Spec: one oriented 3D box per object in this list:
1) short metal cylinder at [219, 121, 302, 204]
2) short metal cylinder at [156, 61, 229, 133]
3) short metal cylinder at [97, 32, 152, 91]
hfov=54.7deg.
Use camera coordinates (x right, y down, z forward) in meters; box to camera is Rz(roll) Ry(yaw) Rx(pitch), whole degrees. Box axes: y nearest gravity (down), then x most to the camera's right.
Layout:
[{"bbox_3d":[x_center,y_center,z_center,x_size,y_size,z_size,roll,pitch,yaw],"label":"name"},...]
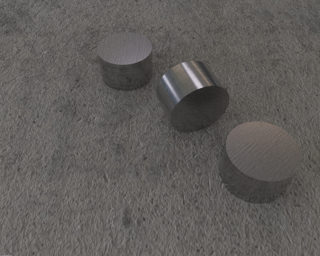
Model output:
[{"bbox_3d":[0.112,0.039,0.355,0.080,0.050,0.080,0,50,0],"label":"short metal cylinder"},{"bbox_3d":[0.042,-0.039,0.401,0.081,0.080,0.050,-16,52,-13],"label":"short metal cylinder"},{"bbox_3d":[-0.052,-0.102,0.472,0.080,0.050,0.080,0,50,0],"label":"short metal cylinder"}]
